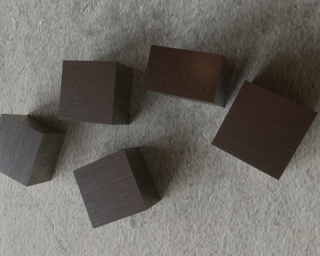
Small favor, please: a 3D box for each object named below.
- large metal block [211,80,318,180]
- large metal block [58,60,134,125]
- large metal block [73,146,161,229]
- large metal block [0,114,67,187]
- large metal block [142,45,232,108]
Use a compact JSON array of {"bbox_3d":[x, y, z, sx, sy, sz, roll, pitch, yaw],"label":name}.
[{"bbox_3d":[0.117,0.001,0.354,0.080,0.050,0.080,29,99,17],"label":"large metal block"},{"bbox_3d":[-0.087,-0.048,0.425,0.080,0.050,0.079,6,92,19],"label":"large metal block"},{"bbox_3d":[-0.057,0.078,0.415,0.080,0.050,0.080,-24,82,18],"label":"large metal block"},{"bbox_3d":[-0.200,0.031,0.464,0.080,0.050,0.080,23,97,18],"label":"large metal block"},{"bbox_3d":[0.036,-0.059,0.366,0.080,0.080,0.050,13,95,19],"label":"large metal block"}]
